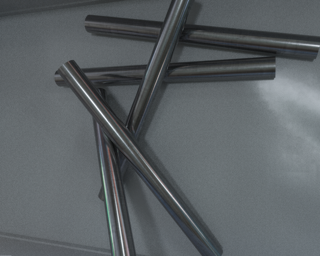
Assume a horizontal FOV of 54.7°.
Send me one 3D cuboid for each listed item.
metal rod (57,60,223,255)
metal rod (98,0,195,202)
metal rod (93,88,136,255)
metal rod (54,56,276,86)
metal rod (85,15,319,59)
[{"bbox_3d":[-0.024,0.042,0.384,0.025,0.025,0.300,-38,91,16],"label":"metal rod"},{"bbox_3d":[-0.020,-0.034,0.395,0.025,0.025,0.298,28,107,17],"label":"metal rod"},{"bbox_3d":[-0.054,0.072,0.362,0.025,0.025,0.299,-27,56,17],"label":"metal rod"},{"bbox_3d":[-0.007,-0.073,0.412,0.301,0.025,0.025,1,90,19],"label":"metal rod"},{"bbox_3d":[0.038,-0.120,0.396,0.301,0.025,0.025,12,94,19],"label":"metal rod"}]
